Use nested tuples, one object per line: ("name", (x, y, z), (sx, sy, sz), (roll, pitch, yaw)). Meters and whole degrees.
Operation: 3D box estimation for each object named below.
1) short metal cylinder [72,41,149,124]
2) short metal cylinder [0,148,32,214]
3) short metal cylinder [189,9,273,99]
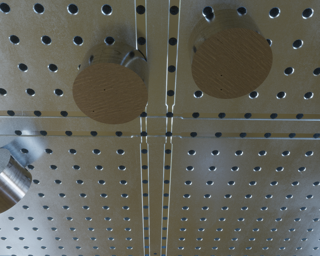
("short metal cylinder", (-0.053, -0.051, 0.352), (0.081, 0.050, 0.079), (0, 130, 0))
("short metal cylinder", (-0.232, 0.075, 0.437), (0.080, 0.080, 0.050), (-15, 129, 12))
("short metal cylinder", (0.072, -0.078, 0.329), (0.081, 0.050, 0.079), (0, 130, 0))
